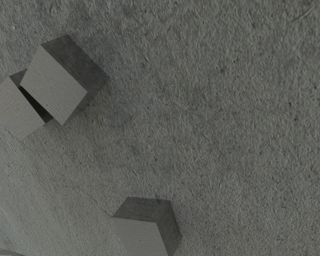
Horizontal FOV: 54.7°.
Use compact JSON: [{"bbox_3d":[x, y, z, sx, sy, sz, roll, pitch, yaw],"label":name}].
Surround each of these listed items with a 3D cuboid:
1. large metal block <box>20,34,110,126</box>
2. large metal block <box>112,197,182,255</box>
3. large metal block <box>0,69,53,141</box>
[{"bbox_3d":[-0.129,-0.064,0.420,0.080,0.050,0.080,45,129,-4],"label":"large metal block"},{"bbox_3d":[-0.019,0.161,0.501,0.080,0.050,0.080,-3,117,29],"label":"large metal block"},{"bbox_3d":[-0.204,-0.037,0.475,0.080,0.050,0.080,-25,105,37],"label":"large metal block"}]
